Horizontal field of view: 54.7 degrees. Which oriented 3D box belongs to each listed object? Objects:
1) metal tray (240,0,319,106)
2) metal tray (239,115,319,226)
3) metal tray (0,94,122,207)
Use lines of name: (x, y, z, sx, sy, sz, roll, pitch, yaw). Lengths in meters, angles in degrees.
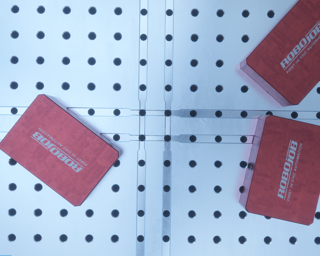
metal tray: (0.185, -0.104, 0.413, 0.090, 0.030, 0.130, 42, 90, -1)
metal tray: (0.167, 0.054, 0.413, 0.091, 0.030, 0.129, 13, 90, -1)
metal tray: (-0.129, 0.028, 0.409, 0.130, 0.030, 0.090, 38, 90, -1)
